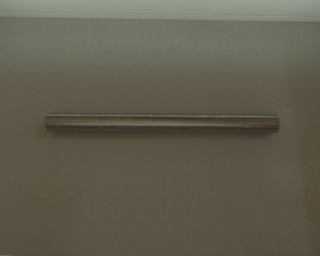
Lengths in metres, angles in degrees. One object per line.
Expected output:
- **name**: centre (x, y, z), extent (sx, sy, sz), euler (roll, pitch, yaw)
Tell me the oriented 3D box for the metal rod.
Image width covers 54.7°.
- **metal rod**: centre (0.003, -0.007, 0.410), extent (0.302, 0.025, 0.025), euler (0, 70, -1)
